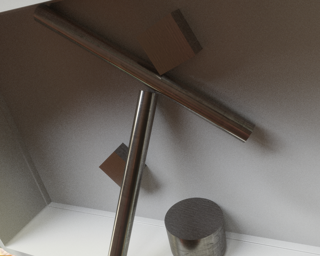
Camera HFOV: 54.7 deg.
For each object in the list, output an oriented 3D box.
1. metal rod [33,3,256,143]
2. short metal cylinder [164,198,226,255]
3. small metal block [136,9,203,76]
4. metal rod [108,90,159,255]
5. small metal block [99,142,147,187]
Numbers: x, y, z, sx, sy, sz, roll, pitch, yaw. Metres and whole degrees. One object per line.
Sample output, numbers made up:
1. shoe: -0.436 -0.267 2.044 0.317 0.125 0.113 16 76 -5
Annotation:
1. metal rod: -0.024 -0.070 0.376 0.301 0.025 0.025 31 128 7
2. short metal cylinder: 0.050 0.144 0.435 0.080 0.080 0.050 3 120 26
3. small metal block: 0.011 -0.094 0.344 0.050 0.025 0.050 -24 106 36
4. metal rod: -0.043 0.100 0.407 0.025 0.025 0.298 14 97 20
5. small metal block: -0.057 0.058 0.473 0.050 0.025 0.050 44 129 -3
